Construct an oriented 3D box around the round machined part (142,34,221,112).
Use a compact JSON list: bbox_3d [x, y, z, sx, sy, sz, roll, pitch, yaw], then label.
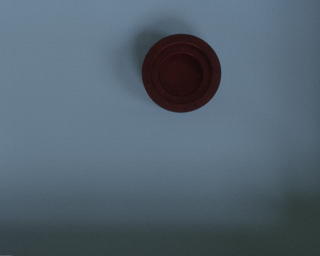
[{"bbox_3d":[0.027,-0.068,0.403,0.099,0.042,0.097,0,90,-1],"label":"round machined part"}]
